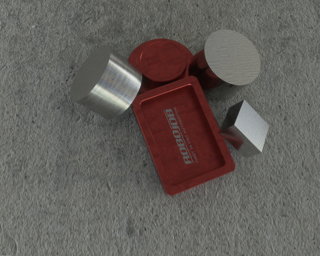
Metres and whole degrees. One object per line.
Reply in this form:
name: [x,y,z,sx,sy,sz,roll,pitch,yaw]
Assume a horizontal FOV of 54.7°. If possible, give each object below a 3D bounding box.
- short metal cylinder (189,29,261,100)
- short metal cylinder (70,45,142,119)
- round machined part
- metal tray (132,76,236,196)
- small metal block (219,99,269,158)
short metal cylinder: [0.086,-0.084,0.416,0.081,0.050,0.080,6,71,-17]
short metal cylinder: [-0.069,-0.057,0.394,0.050,0.080,0.080,32,66,-36]
round machined part: [0.002,-0.085,0.432,0.099,0.042,0.098,0,70,0]
metal tray: [0.027,0.009,0.392,0.091,0.030,0.129,-21,81,-8]
small metal block: [0.107,0.001,0.391,0.050,0.025,0.050,43,49,-13]
